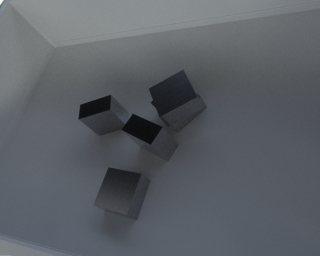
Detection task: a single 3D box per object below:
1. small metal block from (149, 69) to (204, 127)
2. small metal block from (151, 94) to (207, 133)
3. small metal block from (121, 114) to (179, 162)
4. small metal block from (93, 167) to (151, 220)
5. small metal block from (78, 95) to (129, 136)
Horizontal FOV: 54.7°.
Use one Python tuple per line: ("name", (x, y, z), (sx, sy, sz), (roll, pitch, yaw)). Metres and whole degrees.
("small metal block", (0.020, -0.037, 0.385), (0.050, 0.025, 0.050), (-28, 53, 10))
("small metal block", (0.024, -0.031, 0.411), (0.050, 0.025, 0.050), (-42, 51, -1))
("small metal block", (-0.012, 0.012, 0.387), (0.050, 0.050, 0.025), (24, 75, 36))
("small metal block", (-0.046, 0.080, 0.380), (0.050, 0.025, 0.050), (6, 64, 30))
("small metal block", (-0.078, -0.017, 0.439), (0.050, 0.050, 0.025), (-15, 56, 19))
